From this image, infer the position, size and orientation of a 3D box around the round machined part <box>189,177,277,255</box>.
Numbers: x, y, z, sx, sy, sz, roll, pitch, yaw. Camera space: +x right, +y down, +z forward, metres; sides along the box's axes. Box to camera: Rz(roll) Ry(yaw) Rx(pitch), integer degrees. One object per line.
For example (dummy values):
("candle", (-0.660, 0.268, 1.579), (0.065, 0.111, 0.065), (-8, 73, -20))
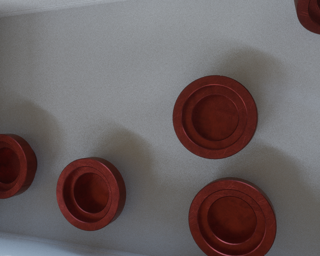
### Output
("round machined part", (0.087, 0.107, 0.371), (0.098, 0.042, 0.097), (0, 90, 20))

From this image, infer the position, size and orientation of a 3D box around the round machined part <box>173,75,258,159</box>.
("round machined part", (0.068, -0.013, 0.377), (0.098, 0.042, 0.097), (0, 90, 20))

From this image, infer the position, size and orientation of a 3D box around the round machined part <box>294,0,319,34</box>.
("round machined part", (0.188, -0.144, 0.312), (0.098, 0.098, 0.042), (-8, 59, 20))

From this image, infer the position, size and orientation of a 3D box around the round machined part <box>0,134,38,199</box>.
("round machined part", (-0.233, 0.057, 0.482), (0.098, 0.042, 0.097), (0, 90, 17))

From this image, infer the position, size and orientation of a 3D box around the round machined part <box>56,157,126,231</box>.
("round machined part", (-0.091, 0.089, 0.434), (0.098, 0.042, 0.097), (0, 90, 20))
